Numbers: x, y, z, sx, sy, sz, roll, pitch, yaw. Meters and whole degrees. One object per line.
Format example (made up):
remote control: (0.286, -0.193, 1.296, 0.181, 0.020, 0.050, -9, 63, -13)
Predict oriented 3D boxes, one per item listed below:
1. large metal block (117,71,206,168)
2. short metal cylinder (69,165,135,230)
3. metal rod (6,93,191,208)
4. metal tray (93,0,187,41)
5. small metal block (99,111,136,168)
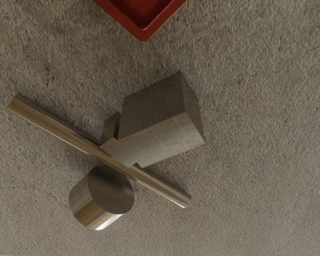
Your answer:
large metal block: (0.002, -0.011, 0.362, 0.080, 0.080, 0.050, -23, 127, 18)
short metal cylinder: (-0.085, 0.101, 0.456, 0.080, 0.080, 0.050, 33, 123, -25)
metal rod: (-0.069, 0.043, 0.442, 0.301, 0.025, 0.025, 35, 122, -26)
metal tray: (-0.033, -0.152, 0.273, 0.130, 0.030, 0.090, 36, 121, -27)
small metal block: (-0.048, 0.015, 0.403, 0.025, 0.050, 0.050, -34, 123, 25)
